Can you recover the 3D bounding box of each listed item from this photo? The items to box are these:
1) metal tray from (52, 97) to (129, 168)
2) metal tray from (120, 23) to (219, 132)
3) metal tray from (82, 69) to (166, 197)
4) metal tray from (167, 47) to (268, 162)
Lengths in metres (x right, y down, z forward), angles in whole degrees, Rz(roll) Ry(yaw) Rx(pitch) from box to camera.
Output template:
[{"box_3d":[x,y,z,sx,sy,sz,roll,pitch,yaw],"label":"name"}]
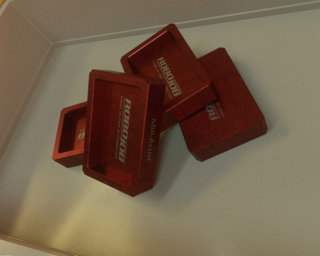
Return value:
[{"box_3d":[-0.087,0.001,0.445,0.130,0.030,0.090,-14,56,20],"label":"metal tray"},{"box_3d":[0.007,-0.068,0.399,0.090,0.030,0.130,-32,52,11],"label":"metal tray"},{"box_3d":[-0.045,0.003,0.358,0.090,0.030,0.129,16,105,34],"label":"metal tray"},{"box_3d":[0.064,-0.033,0.388,0.090,0.030,0.130,-25,53,12],"label":"metal tray"}]
